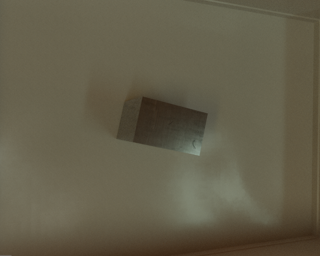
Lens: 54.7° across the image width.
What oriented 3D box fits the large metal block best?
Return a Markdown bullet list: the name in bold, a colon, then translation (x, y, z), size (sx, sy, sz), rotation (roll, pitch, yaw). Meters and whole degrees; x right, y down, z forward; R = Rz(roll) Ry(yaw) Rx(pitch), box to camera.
- **large metal block**: translation (-0.001, -0.001, 0.380), size (0.081, 0.080, 0.050), rotation (13, 86, -20)
